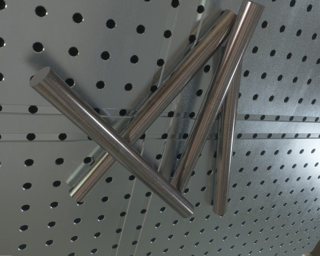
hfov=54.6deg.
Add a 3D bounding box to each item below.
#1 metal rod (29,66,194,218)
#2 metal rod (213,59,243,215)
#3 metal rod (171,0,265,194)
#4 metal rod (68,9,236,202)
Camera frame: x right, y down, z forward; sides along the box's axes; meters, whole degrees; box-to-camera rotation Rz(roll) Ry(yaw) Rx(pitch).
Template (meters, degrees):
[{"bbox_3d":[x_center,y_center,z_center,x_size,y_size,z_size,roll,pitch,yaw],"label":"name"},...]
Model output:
[{"bbox_3d":[-0.035,0.040,0.381,0.025,0.025,0.300,-41,129,0],"label":"metal rod"},{"bbox_3d":[0.101,0.023,0.479,0.025,0.025,0.298,-16,125,-19],"label":"metal rod"},{"bbox_3d":[0.063,-0.016,0.416,0.025,0.025,0.298,1,124,-29],"label":"metal rod"},{"bbox_3d":[-0.010,-0.023,0.390,0.300,0.025,0.025,-48,129,6],"label":"metal rod"}]
